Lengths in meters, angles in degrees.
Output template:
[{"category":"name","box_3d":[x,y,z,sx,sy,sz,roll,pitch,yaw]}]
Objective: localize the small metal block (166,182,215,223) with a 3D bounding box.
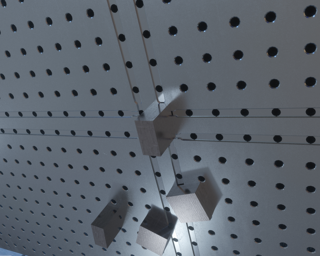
[{"category":"small metal block","box_3d":[0.045,0.110,0.455,0.050,0.025,0.050,-17,110,34]}]

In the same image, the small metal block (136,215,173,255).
[{"category":"small metal block","box_3d":[-0.010,0.184,0.529,0.050,0.025,0.050,23,127,13]}]

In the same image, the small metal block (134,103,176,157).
[{"category":"small metal block","box_3d":[-0.005,0.001,0.397,0.025,0.050,0.050,2,120,27]}]

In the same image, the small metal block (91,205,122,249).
[{"category":"small metal block","box_3d":[-0.094,0.175,0.551,0.025,0.050,0.050,11,123,22]}]
